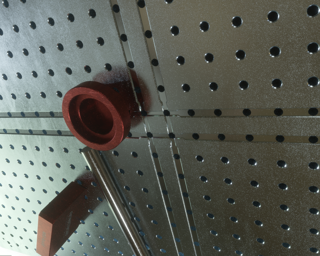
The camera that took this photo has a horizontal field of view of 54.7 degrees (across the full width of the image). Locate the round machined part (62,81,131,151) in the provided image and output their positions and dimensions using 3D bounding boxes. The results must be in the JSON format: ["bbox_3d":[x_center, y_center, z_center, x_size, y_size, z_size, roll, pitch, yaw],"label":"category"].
[{"bbox_3d":[-0.083,-0.020,0.432,0.098,0.042,0.097,13,124,21],"label":"round machined part"}]

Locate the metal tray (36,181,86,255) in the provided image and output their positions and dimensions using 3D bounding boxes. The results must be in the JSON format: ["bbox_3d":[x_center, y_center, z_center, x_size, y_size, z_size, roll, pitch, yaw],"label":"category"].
[{"bbox_3d":[-0.182,0.171,0.571,0.030,0.090,0.129,28,128,10],"label":"metal tray"}]

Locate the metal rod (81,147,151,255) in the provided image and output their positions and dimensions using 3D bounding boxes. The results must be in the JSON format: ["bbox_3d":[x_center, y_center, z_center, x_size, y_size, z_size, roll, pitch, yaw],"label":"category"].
[{"bbox_3d":[-0.062,0.162,0.543,0.025,0.025,0.299,-8,115,32],"label":"metal rod"}]
